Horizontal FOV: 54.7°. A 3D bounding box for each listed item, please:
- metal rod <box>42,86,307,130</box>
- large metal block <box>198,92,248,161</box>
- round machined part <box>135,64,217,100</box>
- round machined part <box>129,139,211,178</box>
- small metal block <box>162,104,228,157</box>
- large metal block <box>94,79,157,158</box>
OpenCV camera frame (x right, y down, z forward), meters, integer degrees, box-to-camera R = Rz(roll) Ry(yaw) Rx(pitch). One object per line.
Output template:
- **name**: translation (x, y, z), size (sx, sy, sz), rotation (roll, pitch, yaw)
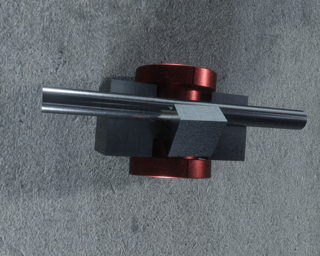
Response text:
- **metal rod**: translation (0.033, -0.018, 0.337), size (0.302, 0.025, 0.025), rotation (3, 89, -20)
- **large metal block**: translation (0.068, -0.001, 0.406), size (0.050, 0.080, 0.080), rotation (4, 89, -20)
- **round machined part**: translation (0.018, -0.047, 0.378), size (0.099, 0.098, 0.042), rotation (4, 90, -20)
- **round machined part**: translation (0.013, 0.037, 0.376), size (0.099, 0.098, 0.042), rotation (5, 84, -20)
- **small metal block**: translation (0.035, 0.004, 0.324), size (0.050, 0.025, 0.050), rotation (2, 130, -19)
- **large metal block**: translation (-0.043, -0.010, 0.365), size (0.050, 0.080, 0.080), rotation (5, 89, -20)
